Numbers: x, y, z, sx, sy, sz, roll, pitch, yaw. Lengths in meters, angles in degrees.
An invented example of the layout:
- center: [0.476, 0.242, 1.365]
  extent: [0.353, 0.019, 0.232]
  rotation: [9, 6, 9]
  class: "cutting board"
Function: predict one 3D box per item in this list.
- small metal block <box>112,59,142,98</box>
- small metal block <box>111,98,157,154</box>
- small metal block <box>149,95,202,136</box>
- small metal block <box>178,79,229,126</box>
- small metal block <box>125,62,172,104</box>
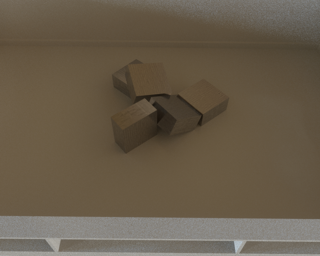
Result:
- center: [-0.035, -0.072, 0.465]
  extent: [0.050, 0.025, 0.050]
  rotation: [35, 58, 26]
  class: "small metal block"
- center: [-0.031, -0.002, 0.390]
  extent: [0.050, 0.050, 0.025]
  rotation: [-32, 59, -23]
  class: "small metal block"
- center: [0.018, -0.018, 0.408]
  extent: [0.050, 0.025, 0.050]
  rotation: [-12, 46, -45]
  class: "small metal block"
- center: [0.060, -0.037, 0.437]
  extent: [0.050, 0.025, 0.050]
  rotation: [-32, 57, -24]
  class: "small metal block"
- center: [-0.017, -0.061, 0.428]
  extent: [0.050, 0.025, 0.050]
  rotation: [-8, 67, -20]
  class: "small metal block"
